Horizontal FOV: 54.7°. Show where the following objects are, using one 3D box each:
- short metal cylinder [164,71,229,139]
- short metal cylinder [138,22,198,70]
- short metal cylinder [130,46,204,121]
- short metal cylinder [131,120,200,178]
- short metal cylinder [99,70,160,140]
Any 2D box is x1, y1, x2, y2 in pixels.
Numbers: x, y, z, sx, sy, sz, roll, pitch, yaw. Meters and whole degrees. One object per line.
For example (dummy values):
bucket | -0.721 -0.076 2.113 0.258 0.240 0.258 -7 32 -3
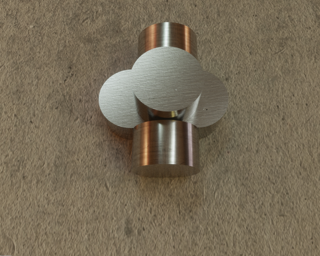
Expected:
short metal cylinder | 0.045 -0.030 0.407 0.081 0.050 0.080 0 70 0
short metal cylinder | 0.010 -0.095 0.416 0.081 0.080 0.050 0 70 -1
short metal cylinder | 0.008 -0.046 0.359 0.081 0.050 0.080 0 70 0
short metal cylinder | 0.007 0.028 0.371 0.081 0.080 0.050 0 70 0
short metal cylinder | -0.035 -0.029 0.406 0.081 0.050 0.080 0 70 0
